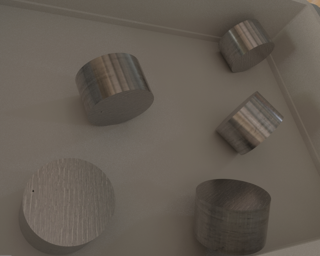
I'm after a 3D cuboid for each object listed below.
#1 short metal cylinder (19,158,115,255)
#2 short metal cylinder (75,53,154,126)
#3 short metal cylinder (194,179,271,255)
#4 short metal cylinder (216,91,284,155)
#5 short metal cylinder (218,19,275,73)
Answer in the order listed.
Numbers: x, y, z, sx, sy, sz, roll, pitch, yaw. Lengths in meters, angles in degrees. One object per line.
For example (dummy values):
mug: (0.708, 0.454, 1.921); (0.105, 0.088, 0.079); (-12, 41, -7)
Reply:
short metal cylinder: (-0.089, 0.075, 0.296); (0.081, 0.050, 0.080); (14, 56, -21)
short metal cylinder: (-0.054, -0.044, 0.368); (0.081, 0.080, 0.050); (-10, 67, -32)
short metal cylinder: (0.079, 0.096, 0.346); (0.081, 0.080, 0.050); (-6, 105, -31)
short metal cylinder: (0.127, -0.007, 0.442); (0.050, 0.080, 0.080); (46, 51, 3)
short metal cylinder: (0.148, -0.140, 0.535); (0.081, 0.080, 0.050); (-14, 69, -34)
